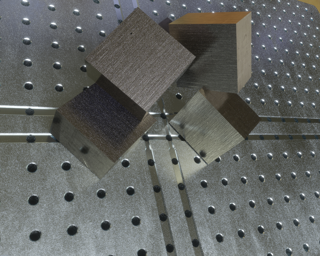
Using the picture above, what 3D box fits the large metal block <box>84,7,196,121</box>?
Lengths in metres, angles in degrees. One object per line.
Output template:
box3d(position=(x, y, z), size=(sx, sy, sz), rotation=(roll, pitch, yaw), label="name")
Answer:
box3d(position=(-0.022, -0.067, 0.338), size=(0.080, 0.050, 0.080), rotation=(41, 76, -1), label="large metal block")

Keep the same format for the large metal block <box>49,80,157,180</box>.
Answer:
box3d(position=(-0.065, -0.002, 0.359), size=(0.080, 0.050, 0.080), rotation=(43, 51, 1), label="large metal block")

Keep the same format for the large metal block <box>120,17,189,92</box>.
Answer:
box3d(position=(-0.008, -0.091, 0.424), size=(0.050, 0.080, 0.080), rotation=(41, 51, -1), label="large metal block")

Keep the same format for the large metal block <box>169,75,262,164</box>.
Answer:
box3d(position=(0.072, -0.010, 0.417), size=(0.080, 0.080, 0.050), rotation=(47, 51, 4), label="large metal block")

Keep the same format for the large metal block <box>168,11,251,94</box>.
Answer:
box3d(position=(0.063, -0.092, 0.374), size=(0.080, 0.079, 0.050), rotation=(11, 37, 30), label="large metal block")
